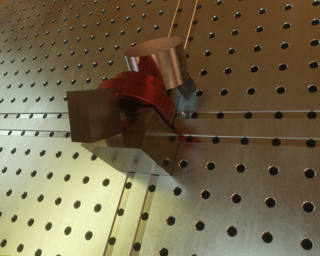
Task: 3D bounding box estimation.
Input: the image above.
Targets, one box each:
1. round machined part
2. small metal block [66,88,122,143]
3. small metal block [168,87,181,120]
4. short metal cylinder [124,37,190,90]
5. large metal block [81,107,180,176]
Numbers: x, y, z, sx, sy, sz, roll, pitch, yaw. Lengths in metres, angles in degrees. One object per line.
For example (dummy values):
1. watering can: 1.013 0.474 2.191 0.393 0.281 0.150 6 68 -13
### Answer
1. round machined part: -0.029 -0.034 0.382 0.098 0.098 0.042 1 62 28
2. small metal block: -0.066 -0.015 0.318 0.025 0.050 0.050 2 101 28
3. small metal block: -0.004 -0.034 0.429 0.050 0.025 0.050 1 62 28
4. short metal cylinder: -0.003 -0.088 0.425 0.080 0.050 0.080 -12 28 7
5. large metal block: -0.033 0.017 0.377 0.080 0.080 0.050 1 62 28
